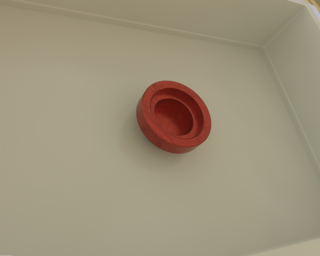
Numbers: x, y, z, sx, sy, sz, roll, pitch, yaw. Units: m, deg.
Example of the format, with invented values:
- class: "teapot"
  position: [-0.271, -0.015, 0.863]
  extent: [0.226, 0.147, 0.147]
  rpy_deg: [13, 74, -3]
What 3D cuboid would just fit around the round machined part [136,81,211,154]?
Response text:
- class: "round machined part"
  position: [0.014, -0.010, 0.406]
  extent: [0.099, 0.042, 0.098]
  rpy_deg: [14, 56, -21]
